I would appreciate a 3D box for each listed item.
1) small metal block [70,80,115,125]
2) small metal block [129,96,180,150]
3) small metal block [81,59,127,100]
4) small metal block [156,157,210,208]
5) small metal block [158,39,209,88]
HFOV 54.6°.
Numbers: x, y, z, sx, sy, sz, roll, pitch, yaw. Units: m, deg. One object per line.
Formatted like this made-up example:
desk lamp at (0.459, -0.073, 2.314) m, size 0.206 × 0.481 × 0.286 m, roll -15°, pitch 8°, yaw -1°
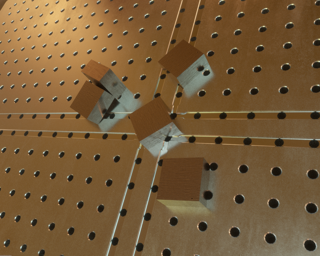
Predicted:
small metal block at (-0.106, -0.040, 0.485) m, size 0.050 × 0.025 × 0.050 m, roll 30°, pitch 88°, yaw 38°
small metal block at (-0.008, -0.007, 0.418) m, size 0.050 × 0.025 × 0.050 m, roll -31°, pitch 52°, yaw 8°
small metal block at (-0.087, -0.076, 0.486) m, size 0.050 × 0.050 × 0.025 m, roll 30°, pitch 78°, yaw 38°
small metal block at (0.028, 0.062, 0.356) m, size 0.050 × 0.025 × 0.050 m, roll -4°, pitch 60°, yaw 26°
small metal block at (0.034, -0.094, 0.449) m, size 0.050 × 0.025 × 0.050 m, roll -42°, pitch 51°, yaw -1°
